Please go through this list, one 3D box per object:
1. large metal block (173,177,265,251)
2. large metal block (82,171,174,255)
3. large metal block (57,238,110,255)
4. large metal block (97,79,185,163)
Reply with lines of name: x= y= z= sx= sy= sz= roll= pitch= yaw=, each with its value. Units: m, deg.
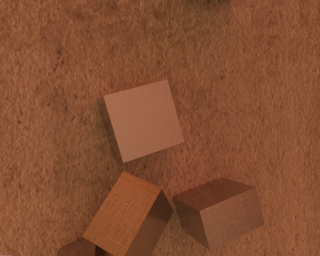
large metal block: x=0.074 y=0.108 z=0.409 sx=0.081 sy=0.080 sz=0.050 roll=-17 pitch=96 yaw=-20
large metal block: x=-0.031 y=0.109 z=0.355 sx=0.050 sy=0.080 sz=0.080 roll=20 pitch=64 yaw=24
large metal block: x=-0.078 y=0.177 z=0.347 sx=0.050 sy=0.080 sz=0.080 roll=-25 pitch=99 yaw=-6
large metal block: x=-0.025 y=-0.010 z=0.387 sx=0.081 sy=0.050 sz=0.080 roll=-18 pitch=96 yaw=-20
